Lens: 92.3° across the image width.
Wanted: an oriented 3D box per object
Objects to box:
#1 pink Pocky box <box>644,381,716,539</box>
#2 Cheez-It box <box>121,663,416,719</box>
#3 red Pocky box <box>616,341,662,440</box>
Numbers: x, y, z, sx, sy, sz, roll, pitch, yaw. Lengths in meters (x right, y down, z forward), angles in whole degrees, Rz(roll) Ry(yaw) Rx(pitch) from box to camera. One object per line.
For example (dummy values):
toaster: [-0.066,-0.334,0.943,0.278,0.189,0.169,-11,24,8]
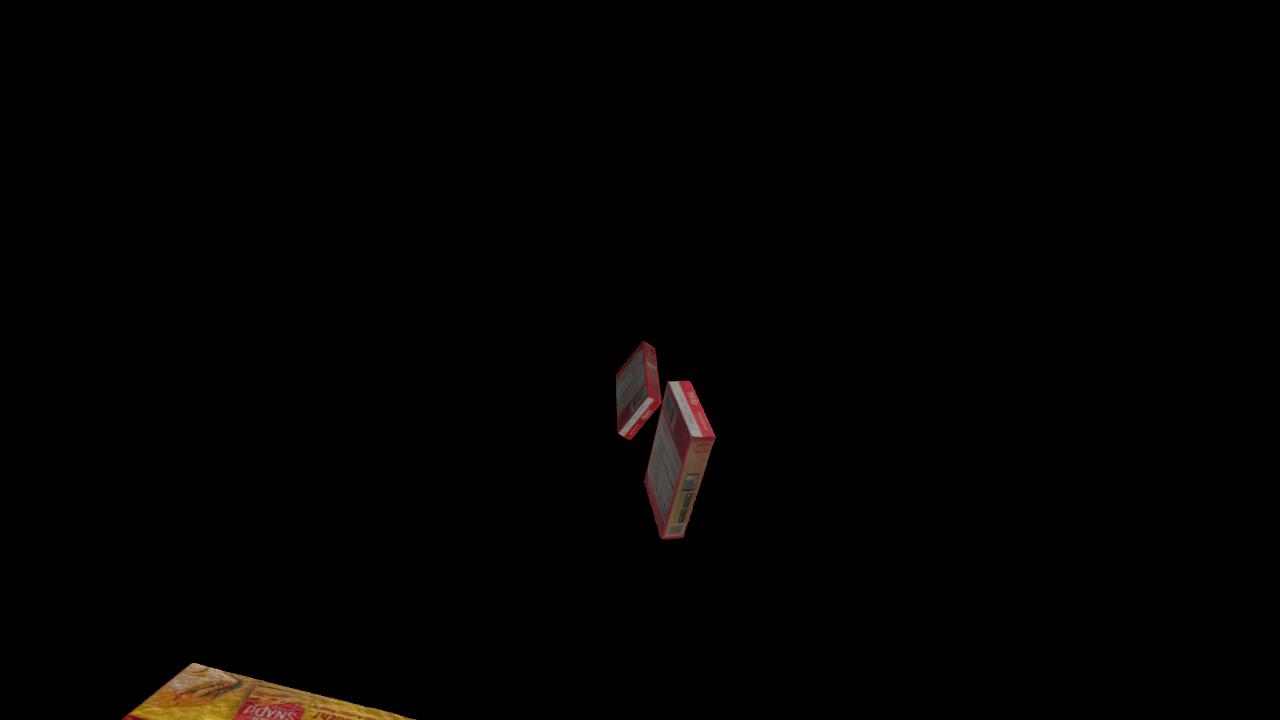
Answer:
pink Pocky box: [0.037,0.105,0.638,0.029,0.155,0.084,-1,38,-16]
Cheez-It box: [-0.204,0.246,0.288,0.166,0.071,0.223,19,-1,-7]
red Pocky box: [-0.004,0.042,0.939,0.028,0.083,0.155,28,27,-19]
